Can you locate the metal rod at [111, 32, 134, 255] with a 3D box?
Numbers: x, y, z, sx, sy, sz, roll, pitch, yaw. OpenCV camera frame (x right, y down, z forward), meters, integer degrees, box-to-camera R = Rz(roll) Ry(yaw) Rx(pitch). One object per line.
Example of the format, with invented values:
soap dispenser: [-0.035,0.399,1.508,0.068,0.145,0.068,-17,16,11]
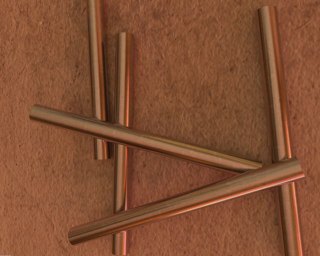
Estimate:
metal rod: [-0.051,0.022,0.425,0.025,0.025,0.298,1,90,19]

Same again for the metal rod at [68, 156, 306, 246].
metal rod: [0.016,0.094,0.374,0.300,0.025,0.025,-22,83,18]

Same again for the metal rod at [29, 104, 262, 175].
metal rod: [-0.026,0.015,0.394,0.301,0.025,0.025,14,95,10]

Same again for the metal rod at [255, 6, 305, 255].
metal rod: [0.139,0.009,0.359,0.025,0.025,0.298,-6,88,19]

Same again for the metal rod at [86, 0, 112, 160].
metal rod: [-0.089,-0.105,0.438,0.025,0.025,0.298,-3,89,19]
